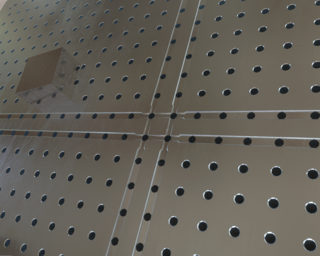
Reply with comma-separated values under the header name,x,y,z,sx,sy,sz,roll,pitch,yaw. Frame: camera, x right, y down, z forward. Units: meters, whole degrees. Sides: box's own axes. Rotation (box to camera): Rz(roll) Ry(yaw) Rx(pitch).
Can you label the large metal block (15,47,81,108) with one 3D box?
name,x,y,z,sx,sy,sz,roll,pitch,yaw
large metal block,-0.197,-0.088,0.551,0.080,0.050,0.080,-9,58,23
